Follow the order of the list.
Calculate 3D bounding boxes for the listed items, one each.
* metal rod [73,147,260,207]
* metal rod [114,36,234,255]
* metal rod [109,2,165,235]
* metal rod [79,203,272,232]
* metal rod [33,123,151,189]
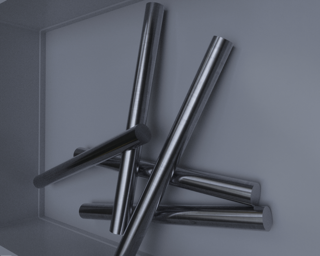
[{"bbox_3d":[-0.016,0.057,0.416,0.300,0.025,0.025,6,94,39],"label":"metal rod"},{"bbox_3d":[0.011,0.037,0.368,0.025,0.025,0.298,30,101,35],"label":"metal rod"},{"bbox_3d":[-0.030,-0.013,0.405,0.025,0.025,0.298,9,89,39],"label":"metal rod"},{"bbox_3d":[-0.006,0.113,0.408,0.300,0.025,0.025,-10,84,39],"label":"metal rod"},{"bbox_3d":[-0.120,0.053,0.469,0.299,0.025,0.025,-25,75,42],"label":"metal rod"}]
